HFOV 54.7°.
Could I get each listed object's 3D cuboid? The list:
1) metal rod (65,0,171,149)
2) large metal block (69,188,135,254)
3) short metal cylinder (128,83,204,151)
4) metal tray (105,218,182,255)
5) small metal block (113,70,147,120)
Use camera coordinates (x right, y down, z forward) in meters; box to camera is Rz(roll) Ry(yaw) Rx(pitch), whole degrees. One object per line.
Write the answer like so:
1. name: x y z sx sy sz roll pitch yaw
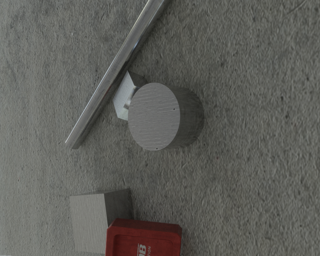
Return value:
1. metal rod: -0.067 -0.079 0.457 0.025 0.025 0.298 52 120 27
2. large metal block: -0.084 0.134 0.455 0.080 0.050 0.080 -14 81 39
3. short metal cylinder: 0.007 -0.013 0.381 0.080 0.050 0.079 0 90 39
4. metal tray: -0.022 0.185 0.388 0.091 0.030 0.129 5 94 5
5. small metal block: -0.040 -0.043 0.423 0.050 0.025 0.050 -59 30 23
